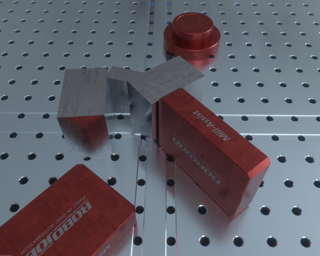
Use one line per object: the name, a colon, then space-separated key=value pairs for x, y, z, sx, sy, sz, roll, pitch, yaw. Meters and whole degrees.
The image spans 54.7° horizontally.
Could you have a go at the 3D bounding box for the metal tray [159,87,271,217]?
metal tray: x=0.051 y=0.026 z=0.343 sx=0.030 sy=0.090 sz=0.130 roll=-32 pitch=57 yaw=-24

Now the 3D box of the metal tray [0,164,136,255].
metal tray: x=-0.099 y=0.107 z=0.313 sx=0.090 sy=0.030 sz=0.131 roll=33 pitch=57 yaw=24

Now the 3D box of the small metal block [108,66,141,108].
small metal block: x=-0.046 y=-0.056 z=0.438 sx=0.050 sy=0.050 sz=0.025 roll=15 pitch=52 yaw=12

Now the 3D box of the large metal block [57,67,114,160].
large metal block: x=-0.088 y=-0.018 z=0.386 sx=0.050 sy=0.080 sz=0.080 roll=-4 pitch=50 yaw=-3

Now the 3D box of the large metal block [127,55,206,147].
large metal block: x=0.008 y=-0.034 z=0.401 sx=0.081 sy=0.080 sz=0.050 roll=-30 pitch=56 yaw=-23

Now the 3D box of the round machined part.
round machined part: x=0.055 y=-0.164 z=0.534 sx=0.099 sy=0.042 sz=0.098 roll=0 pitch=50 yaw=0
